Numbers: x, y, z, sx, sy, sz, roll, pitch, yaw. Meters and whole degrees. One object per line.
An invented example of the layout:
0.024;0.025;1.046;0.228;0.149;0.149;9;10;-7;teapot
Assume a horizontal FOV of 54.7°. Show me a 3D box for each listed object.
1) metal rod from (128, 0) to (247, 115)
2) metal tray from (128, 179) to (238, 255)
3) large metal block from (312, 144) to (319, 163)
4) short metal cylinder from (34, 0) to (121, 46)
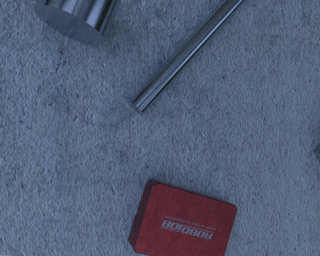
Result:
0.065;-0.135;0.432;0.025;0.025;0.300;45;76;-15;metal rod
0.033;0.130;0.419;0.131;0.030;0.090;20;83;-19;metal tray
0.315;0.046;0.512;0.080;0.050;0.080;-39;103;-16;large metal block
-0.091;-0.135;0.346;0.080;0.080;0.050;23;83;-19;short metal cylinder
